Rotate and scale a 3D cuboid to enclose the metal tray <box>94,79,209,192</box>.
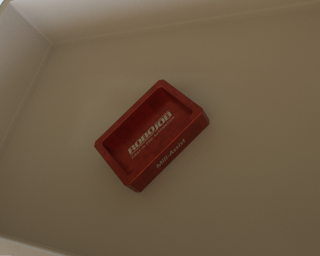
[{"bbox_3d":[-0.013,0.007,0.403,0.130,0.030,0.090,-45,51,-3],"label":"metal tray"}]
